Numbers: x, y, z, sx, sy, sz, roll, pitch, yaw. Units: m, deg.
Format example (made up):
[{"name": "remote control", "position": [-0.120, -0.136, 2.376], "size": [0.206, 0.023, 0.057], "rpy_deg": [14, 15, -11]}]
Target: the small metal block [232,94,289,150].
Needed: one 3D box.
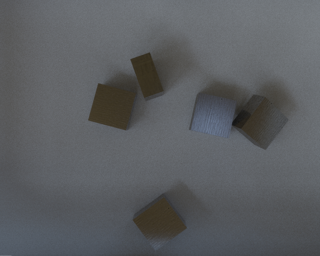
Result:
[{"name": "small metal block", "position": [0.130, -0.008, 0.405], "size": [0.050, 0.025, 0.050], "rpy_deg": [37, 90, -23]}]

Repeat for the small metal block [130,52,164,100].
[{"name": "small metal block", "position": [-0.016, -0.064, 0.399], "size": [0.025, 0.050, 0.050], "rpy_deg": [-20, 90, 0]}]

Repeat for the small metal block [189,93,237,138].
[{"name": "small metal block", "position": [0.070, -0.016, 0.412], "size": [0.050, 0.025, 0.050], "rpy_deg": [13, 90, -1]}]

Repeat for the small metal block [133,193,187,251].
[{"name": "small metal block", "position": [0.000, 0.124, 0.412], "size": [0.050, 0.025, 0.050], "rpy_deg": [-36, 90, 0]}]

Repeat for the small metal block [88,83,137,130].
[{"name": "small metal block", "position": [-0.062, -0.027, 0.411], "size": [0.050, 0.025, 0.050], "rpy_deg": [15, 90, -1]}]
